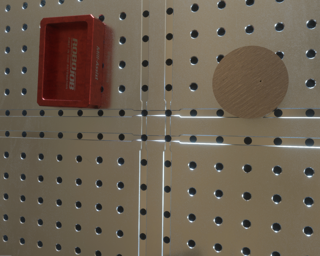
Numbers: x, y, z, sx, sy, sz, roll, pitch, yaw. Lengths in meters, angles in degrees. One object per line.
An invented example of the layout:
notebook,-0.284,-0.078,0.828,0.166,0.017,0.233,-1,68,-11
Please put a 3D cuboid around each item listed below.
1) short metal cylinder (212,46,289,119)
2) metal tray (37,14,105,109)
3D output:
short metal cylinder,0.106,-0.050,0.362,0.080,0.050,0.079,0,90,19
metal tray,-0.131,-0.095,0.454,0.090,0.030,0.129,3,91,19
